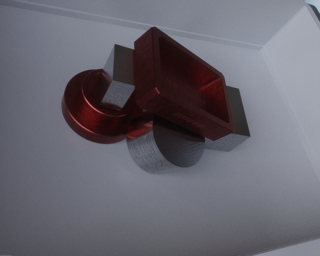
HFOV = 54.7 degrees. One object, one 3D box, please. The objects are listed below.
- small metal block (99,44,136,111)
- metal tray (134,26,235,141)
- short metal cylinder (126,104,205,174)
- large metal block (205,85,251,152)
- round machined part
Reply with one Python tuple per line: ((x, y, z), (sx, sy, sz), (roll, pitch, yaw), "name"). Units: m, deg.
((-0.047, -0.055, 0.343), (0.025, 0.050, 0.050), (12, 57, -22), "small metal block")
((0.030, -0.047, 0.356), (0.131, 0.030, 0.090), (23, 51, -39), "metal tray")
((0.008, 0.012, 0.371), (0.081, 0.050, 0.080), (15, 66, -36), "short metal cylinder")
((0.072, -0.017, 0.437), (0.081, 0.050, 0.080), (9, 58, -24), "large metal block")
((-0.066, -0.033, 0.378), (0.099, 0.042, 0.098), (14, 56, -21), "round machined part")
